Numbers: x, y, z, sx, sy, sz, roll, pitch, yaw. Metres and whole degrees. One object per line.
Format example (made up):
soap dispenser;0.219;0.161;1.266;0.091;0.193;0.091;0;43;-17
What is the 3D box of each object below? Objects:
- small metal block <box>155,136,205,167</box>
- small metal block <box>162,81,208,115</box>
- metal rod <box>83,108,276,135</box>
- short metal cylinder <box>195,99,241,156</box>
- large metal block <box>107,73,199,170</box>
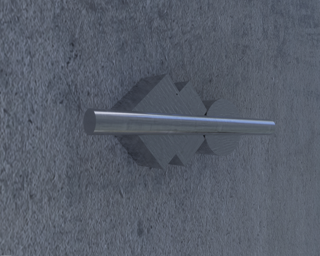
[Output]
small metal block;0.023;0.022;0.410;0.050;0.050;0.025;-50;120;-28
small metal block;0.027;-0.033;0.413;0.025;0.050;0.050;-50;120;-28
metal rod;0.051;-0.003;0.381;0.302;0.025;0.025;1;90;-40
short metal cylinder;0.073;-0.001;0.450;0.081;0.050;0.080;0;90;-40
large metal block;-0.009;-0.008;0.380;0.080;0.050;0.080;-50;119;-28
